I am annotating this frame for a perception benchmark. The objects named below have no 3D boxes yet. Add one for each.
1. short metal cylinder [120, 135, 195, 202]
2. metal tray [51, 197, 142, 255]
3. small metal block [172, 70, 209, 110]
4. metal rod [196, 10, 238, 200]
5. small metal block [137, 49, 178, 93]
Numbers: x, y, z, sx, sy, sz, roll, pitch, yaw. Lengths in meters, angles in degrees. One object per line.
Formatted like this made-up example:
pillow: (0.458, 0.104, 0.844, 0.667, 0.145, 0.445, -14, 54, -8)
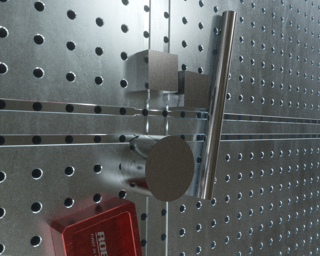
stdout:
short metal cylinder: (-0.002, 0.049, 0.393, 0.081, 0.050, 0.079, 0, 90, -40)
metal tray: (-0.065, 0.156, 0.353, 0.091, 0.030, 0.129, -13, 98, -40)
small metal block: (0.045, -0.054, 0.449, 0.050, 0.025, 0.050, 3, 89, -40)
metal rod: (0.090, -0.040, 0.487, 0.025, 0.025, 0.298, 16, 80, -39)
small metal block: (-0.003, -0.073, 0.409, 0.050, 0.025, 0.050, -1, 91, -40)
